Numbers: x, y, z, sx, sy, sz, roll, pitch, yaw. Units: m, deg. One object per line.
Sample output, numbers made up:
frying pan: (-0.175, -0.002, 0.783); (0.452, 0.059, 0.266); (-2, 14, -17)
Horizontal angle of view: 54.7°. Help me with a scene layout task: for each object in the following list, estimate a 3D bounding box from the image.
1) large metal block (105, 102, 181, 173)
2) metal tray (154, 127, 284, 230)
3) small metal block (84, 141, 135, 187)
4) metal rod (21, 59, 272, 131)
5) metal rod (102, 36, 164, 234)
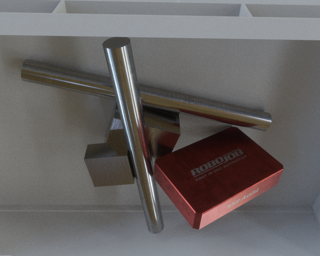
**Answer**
large metal block: (-0.027, 0.011, 0.400); (0.081, 0.050, 0.079); (14, 129, -12)
metal tray: (0.070, 0.054, 0.376); (0.131, 0.090, 0.030); (-21, 136, -25)
small metal block: (-0.060, 0.045, 0.379); (0.050, 0.025, 0.050); (-5, 130, 3)
metal rod: (-0.007, -0.037, 0.377); (0.302, 0.025, 0.025); (11, 129, -10)
metal rod: (-0.023, 0.036, 0.372); (0.025, 0.025, 0.298); (-5, 130, 4)
